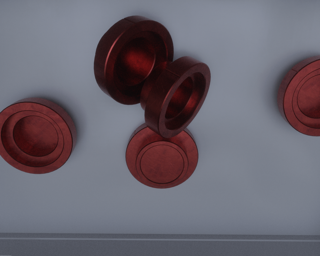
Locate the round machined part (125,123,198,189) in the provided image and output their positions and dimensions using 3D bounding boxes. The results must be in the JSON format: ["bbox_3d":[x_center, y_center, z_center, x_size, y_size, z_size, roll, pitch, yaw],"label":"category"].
[{"bbox_3d":[0.003,0.040,0.417,0.099,0.042,0.097,0,110,0],"label":"round machined part"}]

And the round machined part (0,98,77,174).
[{"bbox_3d":[-0.158,0.007,0.403,0.099,0.042,0.097,0,110,0],"label":"round machined part"}]

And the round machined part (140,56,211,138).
[{"bbox_3d":[0.014,-0.040,0.368,0.042,0.099,0.097,33,111,26],"label":"round machined part"}]

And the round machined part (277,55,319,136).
[{"bbox_3d":[0.196,-0.042,0.388,0.099,0.042,0.097,0,110,0],"label":"round machined part"}]

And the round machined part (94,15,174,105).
[{"bbox_3d":[-0.034,-0.079,0.354,0.099,0.042,0.097,-30,138,-31],"label":"round machined part"}]
